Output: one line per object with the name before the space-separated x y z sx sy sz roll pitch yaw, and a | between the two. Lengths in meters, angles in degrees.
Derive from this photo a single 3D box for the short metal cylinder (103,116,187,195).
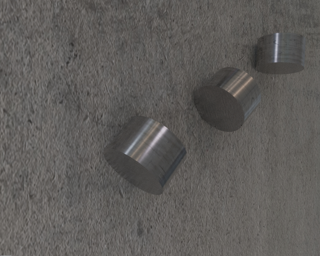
short metal cylinder | -0.017 0.032 0.355 0.080 0.080 0.050 52 60 -27

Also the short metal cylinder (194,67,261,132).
short metal cylinder | 0.098 -0.041 0.451 0.050 0.080 0.080 -44 117 -31

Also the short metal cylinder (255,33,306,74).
short metal cylinder | 0.212 -0.129 0.546 0.081 0.080 0.050 8 85 -40
